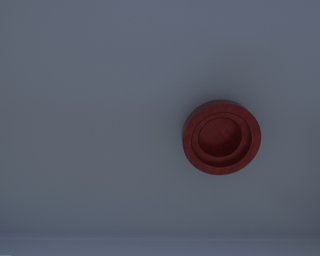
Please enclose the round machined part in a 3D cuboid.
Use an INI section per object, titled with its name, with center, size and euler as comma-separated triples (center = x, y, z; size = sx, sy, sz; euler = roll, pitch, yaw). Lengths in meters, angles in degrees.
[round machined part]
center = 0.077, 0.009, 0.407
size = 0.099, 0.042, 0.097
euler = 0, 110, -1
